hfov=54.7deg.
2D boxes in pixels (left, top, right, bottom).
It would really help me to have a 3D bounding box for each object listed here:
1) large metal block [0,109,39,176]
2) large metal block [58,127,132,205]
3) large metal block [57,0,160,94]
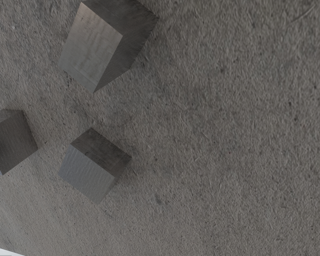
[{"bbox_3d":[-0.267,0.022,0.526,0.050,0.080,0.079,4,120,26],"label":"large metal block"},{"bbox_3d":[-0.102,0.060,0.482,0.080,0.050,0.079,36,129,4],"label":"large metal block"},{"bbox_3d":[-0.056,-0.096,0.342,0.050,0.080,0.080,40,129,1],"label":"large metal block"}]
